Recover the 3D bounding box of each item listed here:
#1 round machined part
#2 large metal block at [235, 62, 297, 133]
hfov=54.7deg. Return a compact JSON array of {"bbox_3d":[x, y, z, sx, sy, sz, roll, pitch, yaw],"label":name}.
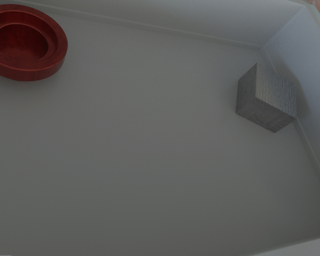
[{"bbox_3d":[-0.163,-0.094,0.365,0.099,0.042,0.098,14,56,-21],"label":"round machined part"},{"bbox_3d":[0.177,-0.050,0.519,0.080,0.050,0.080,25,53,-13],"label":"large metal block"}]
